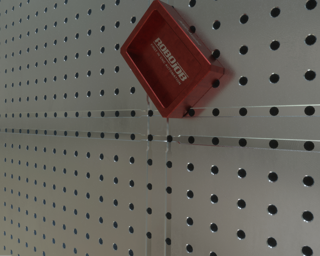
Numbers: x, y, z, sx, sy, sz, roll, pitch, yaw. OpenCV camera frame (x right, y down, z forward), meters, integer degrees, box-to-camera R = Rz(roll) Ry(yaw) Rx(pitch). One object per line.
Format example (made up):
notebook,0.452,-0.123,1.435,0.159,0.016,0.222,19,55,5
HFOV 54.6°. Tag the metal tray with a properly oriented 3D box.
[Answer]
metal tray,0.009,-0.088,0.399,0.090,0.030,0.130,-47,62,29
